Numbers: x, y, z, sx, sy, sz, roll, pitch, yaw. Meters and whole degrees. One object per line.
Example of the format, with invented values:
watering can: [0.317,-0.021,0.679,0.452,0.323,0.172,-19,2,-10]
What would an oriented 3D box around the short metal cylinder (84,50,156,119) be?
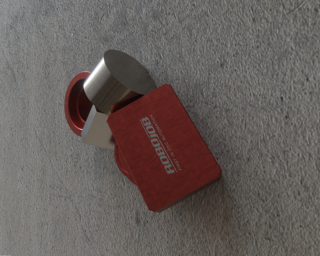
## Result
short metal cylinder: [-0.053,-0.058,0.413,0.050,0.081,0.080,-45,63,30]

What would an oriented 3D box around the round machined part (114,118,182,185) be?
round machined part: [-0.023,0.031,0.412,0.098,0.042,0.097,0,90,39]

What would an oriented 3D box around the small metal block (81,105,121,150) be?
small metal block: [-0.075,-0.001,0.426,0.050,0.050,0.025,-63,31,20]

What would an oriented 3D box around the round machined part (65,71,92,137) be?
round machined part: [-0.100,-0.035,0.475,0.098,0.042,0.097,0,90,39]

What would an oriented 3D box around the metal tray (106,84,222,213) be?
metal tray: [0.003,0.022,0.370,0.090,0.030,0.130,-29,69,2]
